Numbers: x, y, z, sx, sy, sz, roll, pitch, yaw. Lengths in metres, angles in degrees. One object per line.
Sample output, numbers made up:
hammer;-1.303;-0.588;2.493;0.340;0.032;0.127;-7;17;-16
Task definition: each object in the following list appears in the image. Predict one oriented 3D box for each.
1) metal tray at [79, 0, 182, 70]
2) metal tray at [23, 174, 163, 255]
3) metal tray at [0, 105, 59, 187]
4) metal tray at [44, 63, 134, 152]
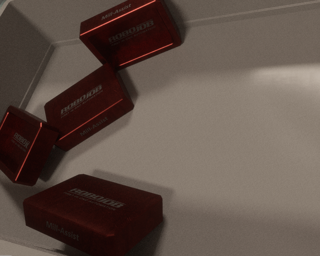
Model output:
metal tray;-0.043;-0.143;0.472;0.130;0.090;0.030;-18;55;17
metal tray;-0.074;0.092;0.346;0.130;0.091;0.030;8;107;31
metal tray;-0.213;0.023;0.473;0.130;0.030;0.090;20;85;43
metal tray;-0.113;-0.034;0.480;0.130;0.030;0.090;-32;52;7
